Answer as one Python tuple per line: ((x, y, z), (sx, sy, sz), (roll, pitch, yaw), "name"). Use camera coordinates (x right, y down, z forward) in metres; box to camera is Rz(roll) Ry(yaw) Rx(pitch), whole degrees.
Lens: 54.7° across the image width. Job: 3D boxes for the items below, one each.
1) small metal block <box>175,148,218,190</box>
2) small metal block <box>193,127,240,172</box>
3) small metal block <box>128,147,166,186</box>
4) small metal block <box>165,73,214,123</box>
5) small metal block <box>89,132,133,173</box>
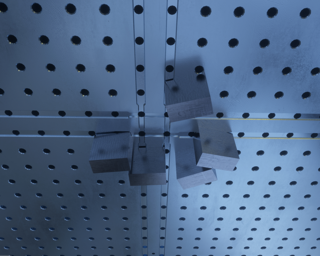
((0.051, 0.055, 0.443), (0.050, 0.050, 0.025), (-19, 128, 15), "small metal block")
((0.075, 0.029, 0.421), (0.050, 0.050, 0.025), (10, 129, -9), "small metal block")
((-0.017, 0.054, 0.441), (0.050, 0.050, 0.025), (-2, 130, 1), "small metal block")
((0.033, -0.036, 0.365), (0.050, 0.050, 0.025), (-11, 129, 9), "small metal block")
((-0.065, 0.033, 0.423), (0.050, 0.050, 0.025), (-5, 130, 3), "small metal block")
